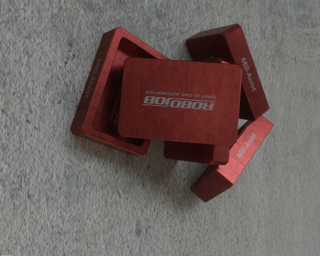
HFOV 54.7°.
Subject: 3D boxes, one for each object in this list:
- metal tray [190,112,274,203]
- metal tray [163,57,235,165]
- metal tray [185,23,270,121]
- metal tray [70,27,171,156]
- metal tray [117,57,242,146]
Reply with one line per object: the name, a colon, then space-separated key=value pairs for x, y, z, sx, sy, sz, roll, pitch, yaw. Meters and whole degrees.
metal tray: x=0.105 y=0.043 z=0.454 sx=0.030 sy=0.090 sz=0.131 roll=41 pitch=60 yaw=6
metal tray: x=0.050 y=-0.020 z=0.408 sx=0.030 sy=0.090 sz=0.129 roll=8 pitch=85 yaw=-40
metal tray: x=0.095 y=-0.076 z=0.443 sx=0.030 sy=0.090 sz=0.129 roll=-35 pitch=112 yaw=-19
metal tray: x=-0.041 y=-0.040 z=0.370 sx=0.090 sy=0.030 sz=0.130 roll=25 pitch=74 yaw=-37
metal tray: x=0.022 y=-0.029 z=0.353 sx=0.131 sy=0.030 sz=0.089 roll=5 pitch=86 yaw=4
